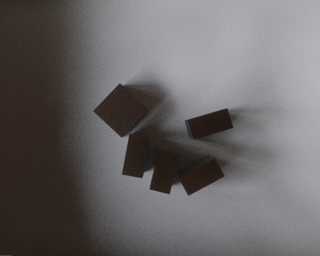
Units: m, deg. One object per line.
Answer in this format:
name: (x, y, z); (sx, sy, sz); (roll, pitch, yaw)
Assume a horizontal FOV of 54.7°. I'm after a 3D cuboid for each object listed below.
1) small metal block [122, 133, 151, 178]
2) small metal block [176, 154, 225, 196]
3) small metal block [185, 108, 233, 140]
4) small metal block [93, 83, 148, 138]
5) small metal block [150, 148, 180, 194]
small metal block: (-0.029, 0.034, 0.399); (0.025, 0.050, 0.050); (10, 90, 0)
small metal block: (0.050, 0.059, 0.399); (0.050, 0.050, 0.025); (-28, 90, 0)
small metal block: (0.061, -0.005, 0.399); (0.050, 0.050, 0.025); (-16, 90, 0)
small metal block: (-0.051, -0.023, 0.411); (0.050, 0.025, 0.050); (43, 90, 0)
small metal block: (0.006, 0.053, 0.399); (0.025, 0.050, 0.050); (14, 90, 0)
